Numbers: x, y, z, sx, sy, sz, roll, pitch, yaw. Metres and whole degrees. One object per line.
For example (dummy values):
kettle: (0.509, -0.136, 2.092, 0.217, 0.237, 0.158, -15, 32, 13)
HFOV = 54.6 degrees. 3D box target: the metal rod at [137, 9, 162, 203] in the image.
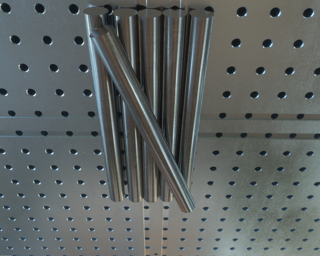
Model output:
metal rod: (-0.013, -0.002, 0.408, 0.025, 0.025, 0.298, 0, 130, -1)

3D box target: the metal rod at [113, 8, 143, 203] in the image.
metal rod: (-0.037, -0.002, 0.408, 0.025, 0.025, 0.298, 0, 130, -1)

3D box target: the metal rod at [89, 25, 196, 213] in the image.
metal rod: (-0.007, 0.014, 0.390, 0.025, 0.025, 0.299, -15, 129, 12)

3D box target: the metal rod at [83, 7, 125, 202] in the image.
metal rod: (-0.066, -0.004, 0.407, 0.025, 0.025, 0.298, 1, 130, -1)

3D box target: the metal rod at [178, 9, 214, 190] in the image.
metal rod: (0.039, -0.002, 0.410, 0.025, 0.025, 0.298, 1, 130, -1)

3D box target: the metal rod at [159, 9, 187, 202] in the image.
metal rod: (0.013, -0.003, 0.410, 0.025, 0.025, 0.298, 0, 130, -1)
